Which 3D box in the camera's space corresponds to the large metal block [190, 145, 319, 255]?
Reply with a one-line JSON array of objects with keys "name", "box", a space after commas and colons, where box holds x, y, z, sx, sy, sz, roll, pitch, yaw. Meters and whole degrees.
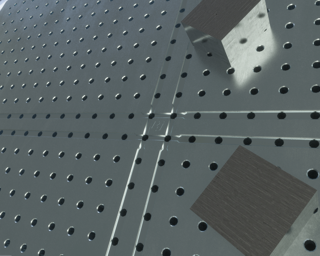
[{"name": "large metal block", "box": [0.091, 0.077, 0.298, 0.080, 0.050, 0.080, 34, 81, 38]}]

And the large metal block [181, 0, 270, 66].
[{"name": "large metal block", "box": [0.091, -0.147, 0.435, 0.080, 0.050, 0.080, -46, 51, -4]}]
